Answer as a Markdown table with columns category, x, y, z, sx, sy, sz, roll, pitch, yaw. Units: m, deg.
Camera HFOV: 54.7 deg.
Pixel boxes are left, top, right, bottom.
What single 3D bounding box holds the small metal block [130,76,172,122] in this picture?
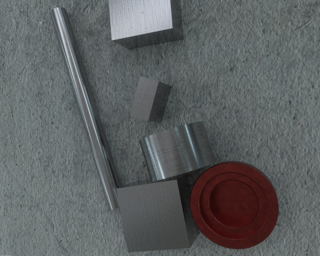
| category | x | y | z | sx | sy | sz | roll | pitch | yaw |
| --- | --- | --- | --- | --- | --- | --- | --- | --- | --- |
| small metal block | -0.011 | -0.036 | 0.399 | 0.025 | 0.050 | 0.050 | 17 | 96 | 19 |

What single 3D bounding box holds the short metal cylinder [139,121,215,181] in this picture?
| category | x | y | z | sx | sy | sz | roll | pitch | yaw |
| --- | --- | --- | --- | --- | --- | --- | --- | --- | --- |
| short metal cylinder | 0.020 | 0.028 | 0.372 | 0.080 | 0.080 | 0.050 | -19 | 84 | 19 |

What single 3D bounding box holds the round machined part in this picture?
| category | x | y | z | sx | sy | sz | roll | pitch | yaw |
| --- | --- | --- | --- | --- | --- | --- | --- | --- | --- |
| round machined part | 0.088 | 0.088 | 0.369 | 0.098 | 0.042 | 0.097 | 0 | 90 | 19 |

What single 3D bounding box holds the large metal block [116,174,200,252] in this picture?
| category | x | y | z | sx | sy | sz | roll | pitch | yaw |
| --- | --- | --- | --- | --- | --- | --- | --- | --- | --- |
| large metal block | -0.002 | 0.107 | 0.395 | 0.080 | 0.050 | 0.080 | -12 | 86 | 19 |

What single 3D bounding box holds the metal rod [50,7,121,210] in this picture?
| category | x | y | z | sx | sy | sz | roll | pitch | yaw |
| --- | --- | --- | --- | --- | --- | --- | --- | --- | --- |
| metal rod | -0.105 | -0.032 | 0.444 | 0.025 | 0.025 | 0.299 | -20 | 83 | 18 |

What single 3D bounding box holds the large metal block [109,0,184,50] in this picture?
| category | x | y | z | sx | sy | sz | roll | pitch | yaw |
| --- | --- | --- | --- | --- | --- | --- | --- | --- | --- |
| large metal block | -0.018 | -0.153 | 0.401 | 0.080 | 0.050 | 0.080 | -5 | 88 | 19 |
